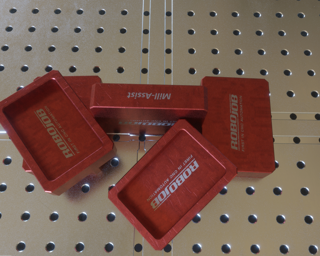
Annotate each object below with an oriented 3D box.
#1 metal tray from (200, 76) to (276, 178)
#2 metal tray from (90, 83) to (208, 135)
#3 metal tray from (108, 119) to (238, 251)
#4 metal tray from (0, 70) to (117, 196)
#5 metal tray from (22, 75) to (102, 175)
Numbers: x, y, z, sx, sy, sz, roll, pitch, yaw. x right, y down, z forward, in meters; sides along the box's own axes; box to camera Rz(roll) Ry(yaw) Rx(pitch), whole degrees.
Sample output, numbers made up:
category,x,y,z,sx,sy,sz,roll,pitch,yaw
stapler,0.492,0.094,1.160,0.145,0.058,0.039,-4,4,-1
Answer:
category,x,y,z,sx,sy,sz,roll,pitch,yaw
metal tray,0.098,-0.003,0.410,0.091,0.030,0.130,3,70,0
metal tray,-0.012,-0.020,0.383,0.131,0.090,0.030,1,70,0
metal tray,0.015,0.065,0.366,0.130,0.030,0.090,-46,77,2
metal tray,-0.125,0.003,0.373,0.090,0.030,0.130,-36,75,-13
metal tray,-0.123,-0.005,0.409,0.091,0.030,0.129,-1,71,-1
